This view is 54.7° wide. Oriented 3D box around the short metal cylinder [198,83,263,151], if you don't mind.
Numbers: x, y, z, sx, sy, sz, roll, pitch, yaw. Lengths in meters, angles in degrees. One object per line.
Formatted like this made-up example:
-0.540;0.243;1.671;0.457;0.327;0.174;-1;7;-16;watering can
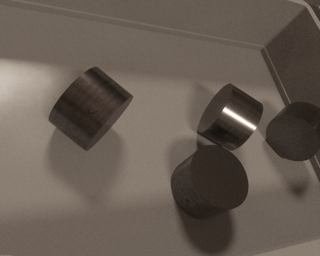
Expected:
0.097;-0.015;0.434;0.050;0.080;0.080;31;52;-9;short metal cylinder

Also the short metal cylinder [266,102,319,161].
0.216;0.005;0.486;0.050;0.080;0.080;-35;82;-39;short metal cylinder

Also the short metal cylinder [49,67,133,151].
-0.075;-0.021;0.344;0.050;0.080;0.080;40;51;-2;short metal cylinder

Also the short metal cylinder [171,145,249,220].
0.061;0.067;0.383;0.081;0.050;0.080;14;56;-21;short metal cylinder
